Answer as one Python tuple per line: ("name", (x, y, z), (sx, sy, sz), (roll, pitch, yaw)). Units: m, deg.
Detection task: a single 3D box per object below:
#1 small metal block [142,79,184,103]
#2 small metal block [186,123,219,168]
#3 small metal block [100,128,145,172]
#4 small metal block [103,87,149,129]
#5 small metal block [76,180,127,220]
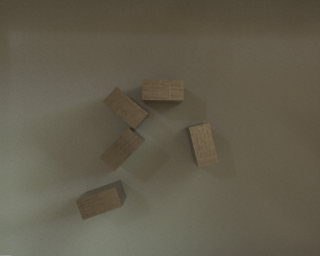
("small metal block", (0.004, -0.046, 0.399), (0.050, 0.050, 0.025), (1, 90, 0))
("small metal block", (0.053, 0.021, 0.399), (0.025, 0.050, 0.050), (-13, 90, 0))
("small metal block", (-0.046, 0.026, 0.398), (0.025, 0.050, 0.050), (45, 90, 0))
("small metal block", (-0.042, -0.024, 0.398), (0.050, 0.050, 0.025), (41, 90, 0))
("small metal block", (-0.073, 0.091, 0.398), (0.050, 0.050, 0.025), (-19, 90, 0))
